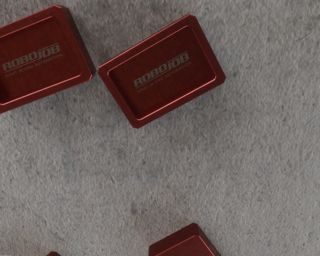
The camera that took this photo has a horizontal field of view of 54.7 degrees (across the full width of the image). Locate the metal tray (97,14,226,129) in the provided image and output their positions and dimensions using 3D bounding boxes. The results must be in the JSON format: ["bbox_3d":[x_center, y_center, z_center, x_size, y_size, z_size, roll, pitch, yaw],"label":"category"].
[{"bbox_3d":[0.002,-0.068,0.382,0.130,0.030,0.090,-28,108,9],"label":"metal tray"}]

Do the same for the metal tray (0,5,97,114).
[{"bbox_3d":[-0.156,-0.081,0.374,0.131,0.030,0.090,-19,109,6],"label":"metal tray"}]

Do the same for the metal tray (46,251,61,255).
[{"bbox_3d":[-0.187,0.270,0.504,0.130,0.030,0.090,-41,106,13],"label":"metal tray"}]

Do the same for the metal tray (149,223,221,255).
[{"bbox_3d":[0.053,0.222,0.490,0.090,0.030,0.130,-32,108,10],"label":"metal tray"}]
